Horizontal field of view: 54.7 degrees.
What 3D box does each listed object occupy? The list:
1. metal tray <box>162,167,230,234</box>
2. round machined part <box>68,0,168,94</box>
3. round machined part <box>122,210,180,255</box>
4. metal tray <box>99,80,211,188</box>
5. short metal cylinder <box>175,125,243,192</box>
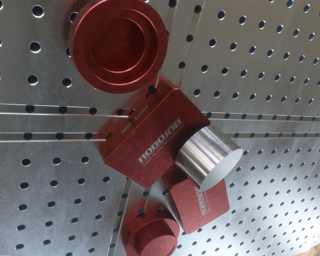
[{"bbox_3d":[0.064,0.110,0.513,0.091,0.030,0.129,-27,128,-12],"label":"metal tray"},{"bbox_3d":[-0.045,-0.088,0.322,0.099,0.042,0.097,-14,125,-21],"label":"round machined part"},{"bbox_3d":[-0.010,0.187,0.513,0.099,0.042,0.097,-14,124,-21],"label":"round machined part"},{"bbox_3d":[-0.005,0.011,0.414,0.130,0.030,0.090,-46,130,4],"label":"metal tray"},{"bbox_3d":[0.068,0.042,0.431,0.080,0.050,0.080,-33,151,-21],"label":"short metal cylinder"}]
